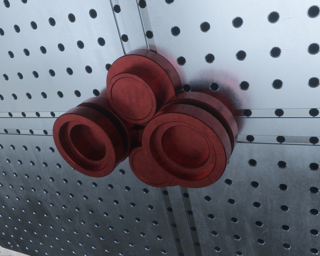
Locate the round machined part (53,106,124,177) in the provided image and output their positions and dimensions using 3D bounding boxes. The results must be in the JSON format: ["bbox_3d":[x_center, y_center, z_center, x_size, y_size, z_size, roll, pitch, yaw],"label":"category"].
[{"bbox_3d":[-0.090,0.015,0.415,0.098,0.042,0.097,13,124,21],"label":"round machined part"}]

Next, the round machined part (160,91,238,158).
[{"bbox_3d":[0.045,0.000,0.376,0.098,0.042,0.097,13,124,21],"label":"round machined part"}]

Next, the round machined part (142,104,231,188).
[{"bbox_3d":[0.032,0.017,0.352,0.098,0.042,0.097,13,124,21],"label":"round machined part"}]

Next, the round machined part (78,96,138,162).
[{"bbox_3d":[-0.074,0.000,0.439,0.098,0.042,0.097,13,124,21],"label":"round machined part"}]

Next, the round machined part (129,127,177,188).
[{"bbox_3d":[-0.004,0.043,0.428,0.098,0.042,0.097,13,124,21],"label":"round machined part"}]

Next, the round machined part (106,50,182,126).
[{"bbox_3d":[-0.026,-0.044,0.387,0.098,0.042,0.097,13,124,21],"label":"round machined part"}]
